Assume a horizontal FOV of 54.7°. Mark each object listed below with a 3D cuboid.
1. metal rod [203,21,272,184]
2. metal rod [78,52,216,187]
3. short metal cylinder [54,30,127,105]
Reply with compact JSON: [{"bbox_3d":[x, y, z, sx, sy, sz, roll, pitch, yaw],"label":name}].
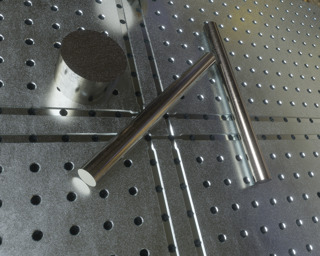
[{"bbox_3d":[0.119,-0.056,0.505,0.025,0.025,0.299,3,60,-27],"label":"metal rod"},{"bbox_3d":[0.002,-0.031,0.427,0.025,0.025,0.301,43,51,1],"label":"metal rod"},{"bbox_3d":[-0.088,-0.076,0.391,0.081,0.050,0.080,14,56,-21],"label":"short metal cylinder"}]
